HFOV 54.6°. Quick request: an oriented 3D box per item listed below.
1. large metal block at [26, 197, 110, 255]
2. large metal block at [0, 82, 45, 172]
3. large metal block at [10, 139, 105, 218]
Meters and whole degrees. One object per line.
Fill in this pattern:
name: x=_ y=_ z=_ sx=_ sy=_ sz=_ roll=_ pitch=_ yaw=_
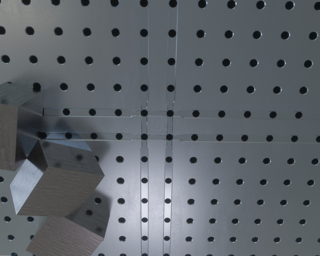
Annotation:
large metal block: x=-0.133 y=0.154 z=0.456 sx=0.080 sy=0.050 sz=0.080 roll=33 pitch=107 yaw=-12
large metal block: x=-0.184 y=-0.005 z=0.381 sx=0.050 sy=0.080 sz=0.079 roll=11 pitch=110 yaw=-4
large metal block: x=-0.134 y=0.069 z=0.405 sx=0.080 sy=0.050 sz=0.080 roll=20 pitch=113 yaw=-45
